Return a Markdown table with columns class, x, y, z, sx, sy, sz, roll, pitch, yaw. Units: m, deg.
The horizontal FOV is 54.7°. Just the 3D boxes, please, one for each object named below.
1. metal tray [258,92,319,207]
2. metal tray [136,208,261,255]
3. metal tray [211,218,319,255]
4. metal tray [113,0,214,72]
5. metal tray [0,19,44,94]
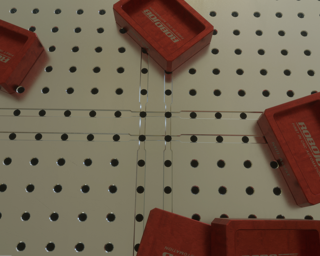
| class | x | y | z | sx | sy | sz | roll | pitch | yaw |
| --- | --- | --- | --- | --- | --- | --- | --- | --- | --- |
| metal tray | 0.197 | 0.026 | 0.402 | 0.091 | 0.030 | 0.130 | -18 | 71 | -7 |
| metal tray | 0.039 | 0.154 | 0.353 | 0.131 | 0.030 | 0.090 | 16 | 71 | 5 |
| metal tray | 0.119 | 0.143 | 0.328 | 0.131 | 0.030 | 0.090 | 7 | 75 | -21 |
| metal tray | 0.004 | -0.157 | 0.466 | 0.090 | 0.030 | 0.130 | -39 | 75 | -14 |
| metal tray | -0.250 | -0.115 | 0.447 | 0.130 | 0.030 | 0.090 | 22 | 71 | 7 |
